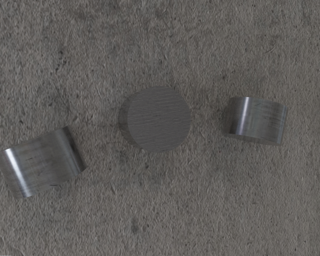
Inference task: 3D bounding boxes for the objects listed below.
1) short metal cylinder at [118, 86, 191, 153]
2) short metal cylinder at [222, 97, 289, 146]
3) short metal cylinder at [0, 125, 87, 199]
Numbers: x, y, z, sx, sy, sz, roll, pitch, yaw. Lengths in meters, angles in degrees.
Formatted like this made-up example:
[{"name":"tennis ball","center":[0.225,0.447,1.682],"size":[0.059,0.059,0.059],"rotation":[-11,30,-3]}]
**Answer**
[{"name":"short metal cylinder","center":[-0.008,-0.011,0.393],"size":[0.081,0.050,0.080],"rotation":[0,90,-20]},{"name":"short metal cylinder","center":[0.130,-0.008,0.428],"size":[0.081,0.080,0.050],"rotation":[14,86,-20]},{"name":"short metal cylinder","center":[-0.126,0.034,0.333],"size":[0.081,0.080,0.050],"rotation":[-23,98,-19]}]
